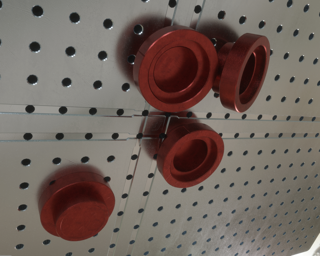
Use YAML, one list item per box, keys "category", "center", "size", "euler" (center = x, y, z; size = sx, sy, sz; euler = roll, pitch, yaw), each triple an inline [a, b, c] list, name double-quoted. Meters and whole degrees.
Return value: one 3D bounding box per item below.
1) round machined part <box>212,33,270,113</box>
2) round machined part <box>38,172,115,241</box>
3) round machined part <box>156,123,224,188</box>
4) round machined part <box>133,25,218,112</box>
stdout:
- category: "round machined part"
  center: [0.100, -0.072, 0.396]
  size: [0.099, 0.042, 0.097]
  euler: [-35, 136, -41]
- category: "round machined part"
  center: [-0.107, 0.111, 0.412]
  size: [0.099, 0.042, 0.097]
  euler: [-14, 125, -21]
- category: "round machined part"
  center: [0.039, 0.035, 0.445]
  size: [0.099, 0.042, 0.097]
  euler: [-14, 125, -21]
- category: "round machined part"
  center: [0.015, -0.071, 0.363]
  size: [0.099, 0.042, 0.097]
  euler: [-12, 123, -18]
